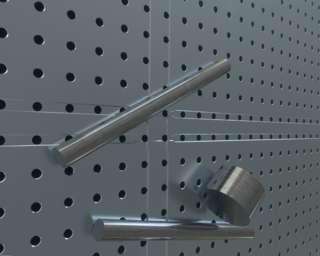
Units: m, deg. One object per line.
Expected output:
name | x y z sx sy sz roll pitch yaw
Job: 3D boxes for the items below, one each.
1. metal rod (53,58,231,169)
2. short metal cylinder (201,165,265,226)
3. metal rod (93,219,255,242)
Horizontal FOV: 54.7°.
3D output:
metal rod | 0.000 -0.034 0.410 0.302 0.025 0.025 -32 110 -36
short metal cylinder | 0.110 0.102 0.469 0.050 0.080 0.080 -47 119 -30
metal rod | 0.043 0.149 0.447 0.302 0.025 0.025 16 80 -39
